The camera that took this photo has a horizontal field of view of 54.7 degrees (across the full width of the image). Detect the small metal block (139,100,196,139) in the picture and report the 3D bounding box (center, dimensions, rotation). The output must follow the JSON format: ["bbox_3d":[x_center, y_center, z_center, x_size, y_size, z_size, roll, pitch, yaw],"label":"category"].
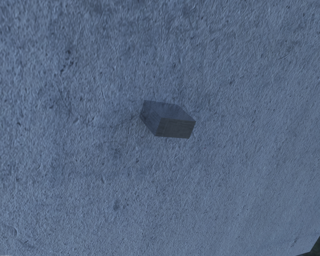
[{"bbox_3d":[0.009,-0.011,0.391,0.050,0.050,0.025,5,116,-31],"label":"small metal block"}]
